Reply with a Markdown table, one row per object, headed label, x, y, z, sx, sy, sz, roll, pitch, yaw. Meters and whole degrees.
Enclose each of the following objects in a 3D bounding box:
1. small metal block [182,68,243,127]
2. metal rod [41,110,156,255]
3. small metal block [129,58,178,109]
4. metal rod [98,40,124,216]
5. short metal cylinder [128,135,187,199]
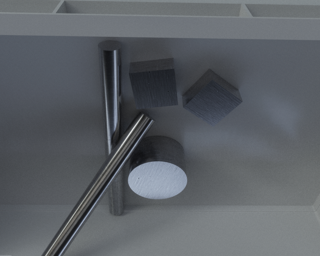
| label | x | y | z | sx | sy | sz | roll | pitch | yaw |
| --- | --- | --- | --- | --- | --- | --- | --- | --- | --- |
| small metal block | 0.063 | -0.036 | 0.380 | 0.050 | 0.025 | 0.050 | 30 | 124 | -24 |
| metal rod | -0.100 | 0.106 | 0.417 | 0.025 | 0.025 | 0.299 | 31 | 98 | -24 |
| small metal block | -0.006 | -0.052 | 0.365 | 0.050 | 0.025 | 0.050 | -6 | 130 | 4 |
| metal rod | -0.064 | 0.025 | 0.428 | 0.025 | 0.025 | 0.298 | 3 | 130 | -3 |
| short metal cylinder | -0.003 | 0.057 | 0.441 | 0.081 | 0.050 | 0.079 | 0 | 130 | 0 |
